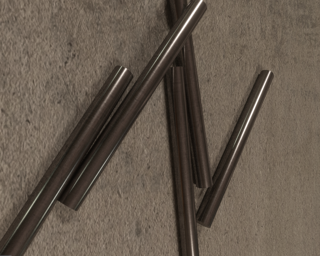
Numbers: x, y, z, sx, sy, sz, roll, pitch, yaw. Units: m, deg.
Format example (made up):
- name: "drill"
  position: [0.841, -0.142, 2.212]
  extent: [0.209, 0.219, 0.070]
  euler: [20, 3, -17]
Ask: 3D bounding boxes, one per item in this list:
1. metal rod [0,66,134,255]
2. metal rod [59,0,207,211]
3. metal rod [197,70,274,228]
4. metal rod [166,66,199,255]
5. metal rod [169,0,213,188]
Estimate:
- name: "metal rod"
  position: [-0.109, 0.057, 0.314]
  extent: [0.025, 0.025, 0.300]
  euler: [43, 64, -32]
- name: "metal rod"
  position: [-0.023, -0.041, 0.369]
  extent: [0.025, 0.025, 0.300]
  euler: [43, 70, -32]
- name: "metal rod"
  position: [0.131, 0.022, 0.517]
  extent: [0.025, 0.025, 0.300]
  euler: [44, 63, -32]
- name: "metal rod"
  position: [0.033, 0.066, 0.434]
  extent: [0.025, 0.025, 0.298]
  euler: [-9, 96, -40]
- name: "metal rod"
  position: [0.043, -0.060, 0.442]
  extent: [0.025, 0.025, 0.298]
  euler: [-15, 100, -39]
